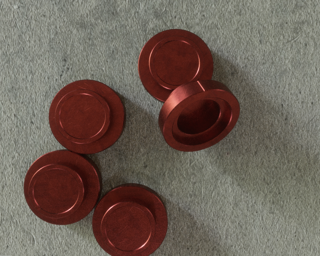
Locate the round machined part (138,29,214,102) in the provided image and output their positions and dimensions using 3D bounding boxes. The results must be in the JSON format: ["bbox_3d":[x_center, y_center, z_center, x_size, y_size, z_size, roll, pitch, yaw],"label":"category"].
[{"bbox_3d":[0.021,-0.080,0.401,0.099,0.042,0.097,0,90,0],"label":"round machined part"}]

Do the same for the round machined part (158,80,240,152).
[{"bbox_3d":[0.045,-0.019,0.384,0.098,0.098,0.042,-24,46,0],"label":"round machined part"}]

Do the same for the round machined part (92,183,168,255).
[{"bbox_3d":[-0.039,0.123,0.401,0.099,0.042,0.097,0,90,0],"label":"round machined part"}]

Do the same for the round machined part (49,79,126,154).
[{"bbox_3d":[-0.095,-0.014,0.401,0.099,0.042,0.097,0,90,0],"label":"round machined part"}]

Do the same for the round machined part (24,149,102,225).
[{"bbox_3d":[-0.128,0.077,0.400,0.099,0.042,0.097,0,90,0],"label":"round machined part"}]
